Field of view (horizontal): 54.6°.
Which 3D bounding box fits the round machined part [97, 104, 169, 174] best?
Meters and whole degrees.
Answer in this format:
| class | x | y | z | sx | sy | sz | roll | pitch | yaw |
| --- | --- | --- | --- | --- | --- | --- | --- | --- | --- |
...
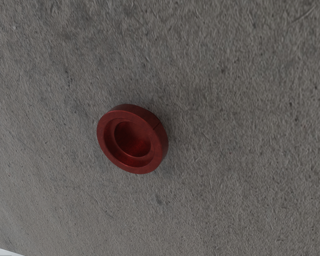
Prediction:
| class | x | y | z | sx | sy | sz | roll | pitch | yaw |
| --- | --- | --- | --- | --- | --- | --- | --- | --- | --- |
| round machined part | -0.033 | 0.011 | 0.421 | 0.098 | 0.042 | 0.097 | 13 | 124 | 21 |
